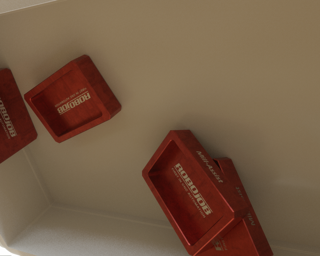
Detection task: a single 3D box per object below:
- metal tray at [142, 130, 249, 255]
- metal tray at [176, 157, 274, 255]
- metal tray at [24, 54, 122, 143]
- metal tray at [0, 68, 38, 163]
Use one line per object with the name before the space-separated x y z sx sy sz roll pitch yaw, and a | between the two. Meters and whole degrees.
metal tray | 0.036 0.076 0.384 0.130 0.030 0.089 55 127 31
metal tray | 0.073 0.113 0.394 0.090 0.030 0.130 -37 64 38
metal tray | -0.129 -0.037 0.450 0.130 0.030 0.090 -22 107 36
metal tray | -0.258 -0.019 0.491 0.030 0.090 0.129 3 120 27
